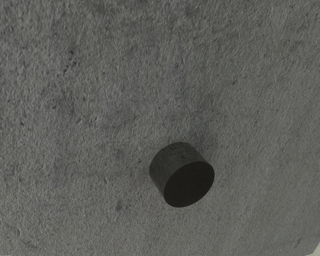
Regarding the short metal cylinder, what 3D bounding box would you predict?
[{"bbox_3d":[0.031,0.067,0.448,0.081,0.050,0.080,-14,124,-21],"label":"short metal cylinder"}]
